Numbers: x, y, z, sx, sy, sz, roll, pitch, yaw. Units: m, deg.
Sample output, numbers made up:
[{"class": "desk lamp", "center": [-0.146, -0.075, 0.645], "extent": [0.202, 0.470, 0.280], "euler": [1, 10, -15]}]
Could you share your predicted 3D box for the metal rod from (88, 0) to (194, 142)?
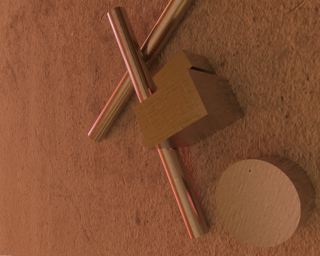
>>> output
[{"class": "metal rod", "center": [-0.021, -0.094, 0.419], "extent": [0.025, 0.025, 0.298], "euler": [51, 120, 27]}]

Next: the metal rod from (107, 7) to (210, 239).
[{"class": "metal rod", "center": [-0.005, -0.013, 0.386], "extent": [0.025, 0.025, 0.299], "euler": [-26, 80, 36]}]

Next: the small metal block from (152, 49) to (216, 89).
[{"class": "small metal block", "center": [0.029, -0.062, 0.363], "extent": [0.050, 0.050, 0.025], "euler": [-41, 66, 32]}]

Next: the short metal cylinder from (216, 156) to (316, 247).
[{"class": "short metal cylinder", "center": [0.103, 0.068, 0.303], "extent": [0.080, 0.050, 0.079], "euler": [0, 90, 39]}]

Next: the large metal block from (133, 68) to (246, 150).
[{"class": "large metal block", "center": [0.033, -0.017, 0.341], "extent": [0.080, 0.081, 0.050], "euler": [-33, 70, 35]}]
